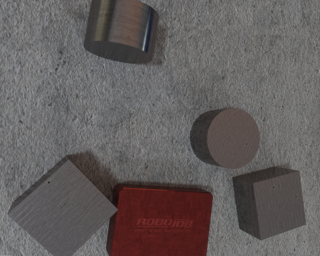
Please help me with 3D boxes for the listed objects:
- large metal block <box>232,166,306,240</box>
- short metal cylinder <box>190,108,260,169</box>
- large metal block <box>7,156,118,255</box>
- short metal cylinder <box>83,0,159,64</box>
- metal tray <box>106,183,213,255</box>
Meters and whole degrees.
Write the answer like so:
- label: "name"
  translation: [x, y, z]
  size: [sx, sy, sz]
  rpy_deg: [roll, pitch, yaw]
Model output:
- label: "large metal block"
  translation: [0.160, 0.107, 0.455]
  size: [0.081, 0.050, 0.080]
  rpy_deg: [-10, 94, -20]
- label: "short metal cylinder"
  translation: [0.089, 0.014, 0.429]
  size: [0.081, 0.050, 0.080]
  rpy_deg: [0, 90, -20]
- label: "large metal block"
  translation: [-0.109, 0.090, 0.356]
  size: [0.080, 0.050, 0.080]
  rpy_deg: [-44, 104, -15]
- label: "short metal cylinder"
  translation: [-0.045, -0.112, 0.363]
  size: [0.081, 0.080, 0.050]
  rpy_deg: [10, 87, -20]
- label: "metal tray"
  translation: [0.001, 0.124, 0.407]
  size: [0.131, 0.030, 0.089]
  rpy_deg: [8, 88, -20]
